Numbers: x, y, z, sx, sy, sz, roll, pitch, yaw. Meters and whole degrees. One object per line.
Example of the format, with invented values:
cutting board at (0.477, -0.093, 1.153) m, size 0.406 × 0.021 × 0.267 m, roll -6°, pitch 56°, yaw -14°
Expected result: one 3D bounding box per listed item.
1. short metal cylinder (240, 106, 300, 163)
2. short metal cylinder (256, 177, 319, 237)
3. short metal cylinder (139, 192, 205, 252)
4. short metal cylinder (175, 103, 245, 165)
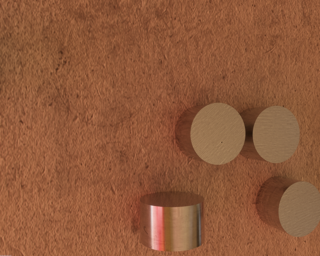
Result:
short metal cylinder at (0.154, 0.009, 0.452) m, size 0.081 × 0.050 × 0.080 m, roll 0°, pitch 90°, yaw -20°
short metal cylinder at (0.194, 0.116, 0.467) m, size 0.081 × 0.050 × 0.080 m, roll 0°, pitch 90°, yaw -20°
short metal cylinder at (0.015, 0.113, 0.385) m, size 0.081 × 0.080 × 0.050 m, roll -1°, pitch 91°, yaw -20°
short metal cylinder at (0.067, 0.007, 0.420) m, size 0.081 × 0.050 × 0.080 m, roll 0°, pitch 90°, yaw -20°
